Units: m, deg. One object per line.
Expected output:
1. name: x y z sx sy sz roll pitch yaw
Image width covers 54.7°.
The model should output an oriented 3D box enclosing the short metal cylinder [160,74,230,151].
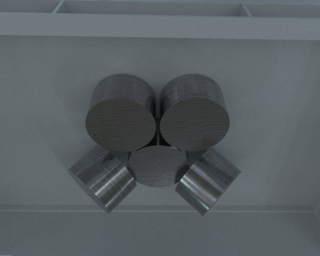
1. short metal cylinder: 0.040 -0.018 0.376 0.081 0.050 0.079 0 130 0

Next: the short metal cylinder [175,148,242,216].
1. short metal cylinder: 0.066 0.074 0.427 0.050 0.081 0.079 40 129 18

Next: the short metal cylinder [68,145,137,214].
1. short metal cylinder: -0.078 0.069 0.421 0.050 0.080 0.080 -44 132 -22

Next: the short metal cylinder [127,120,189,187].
1. short metal cylinder: -0.002 0.035 0.418 0.081 0.050 0.079 0 130 0

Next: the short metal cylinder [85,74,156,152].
1. short metal cylinder: -0.045 -0.017 0.374 0.081 0.050 0.079 0 130 0
